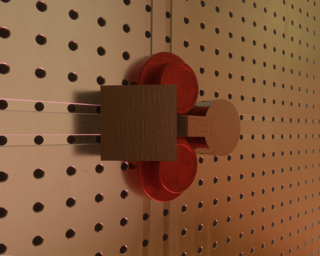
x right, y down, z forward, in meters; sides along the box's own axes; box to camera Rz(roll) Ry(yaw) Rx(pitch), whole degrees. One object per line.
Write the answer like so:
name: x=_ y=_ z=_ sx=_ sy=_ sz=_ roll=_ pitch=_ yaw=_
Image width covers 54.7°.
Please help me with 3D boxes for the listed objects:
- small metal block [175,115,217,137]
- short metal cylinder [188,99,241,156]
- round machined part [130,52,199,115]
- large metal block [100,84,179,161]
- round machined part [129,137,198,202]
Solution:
small metal block: x=0.036 y=-0.002 z=0.394 sx=0.050 sy=0.050 sz=0.025 roll=2 pitch=89 yaw=-40
short metal cylinder: x=0.073 y=-0.001 z=0.452 sx=0.081 sy=0.050 sz=0.080 roll=0 pitch=90 yaw=-40
round machined part: x=0.013 y=-0.052 z=0.409 sx=0.099 sy=0.042 sz=0.097 roll=0 pitch=90 yaw=-40
large metal block: x=-0.020 y=-0.006 z=0.349 sx=0.050 sy=0.080 sz=0.080 roll=-6 pitch=96 yaw=-85
round machined part: x=0.011 y=0.048 z=0.408 sx=0.099 sy=0.042 sz=0.097 roll=0 pitch=90 yaw=-40
